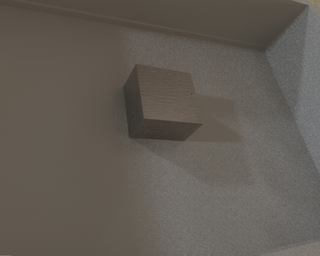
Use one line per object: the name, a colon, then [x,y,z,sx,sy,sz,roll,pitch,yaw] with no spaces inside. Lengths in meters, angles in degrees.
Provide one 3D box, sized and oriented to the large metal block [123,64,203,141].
large metal block: [0.002,-0.031,0.409,0.081,0.050,0.080,5,60,-26]
